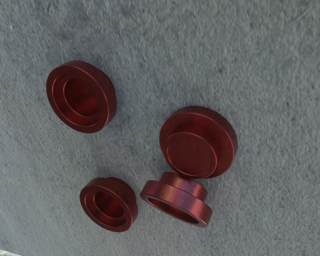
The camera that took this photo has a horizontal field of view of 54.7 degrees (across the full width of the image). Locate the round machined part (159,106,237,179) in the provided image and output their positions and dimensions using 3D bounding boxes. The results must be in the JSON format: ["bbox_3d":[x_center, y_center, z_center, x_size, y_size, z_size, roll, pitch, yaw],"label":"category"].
[{"bbox_3d":[0.043,0.025,0.388,0.098,0.042,0.097,13,124,20],"label":"round machined part"}]

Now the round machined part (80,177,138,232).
[{"bbox_3d":[-0.079,0.120,0.510,0.098,0.042,0.097,13,124,20],"label":"round machined part"}]

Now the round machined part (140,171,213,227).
[{"bbox_3d":[0.026,0.094,0.421,0.098,0.042,0.098,23,158,10],"label":"round machined part"}]

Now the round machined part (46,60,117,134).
[{"bbox_3d":[-0.100,-0.045,0.419,0.098,0.042,0.097,13,124,20],"label":"round machined part"}]
